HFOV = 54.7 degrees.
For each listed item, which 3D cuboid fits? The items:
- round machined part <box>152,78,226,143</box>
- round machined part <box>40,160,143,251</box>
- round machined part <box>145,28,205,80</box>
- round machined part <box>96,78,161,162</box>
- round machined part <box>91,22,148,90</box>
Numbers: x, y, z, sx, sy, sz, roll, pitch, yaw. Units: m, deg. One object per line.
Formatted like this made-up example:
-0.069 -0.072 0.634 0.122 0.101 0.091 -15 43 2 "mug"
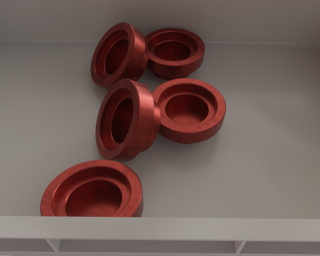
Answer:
0.035 -0.018 0.410 0.099 0.042 0.098 0 50 0 "round machined part"
-0.066 0.081 0.317 0.099 0.042 0.098 -2 38 2 "round machined part"
0.019 -0.113 0.489 0.099 0.042 0.098 0 50 0 "round machined part"
-0.036 -0.007 0.376 0.042 0.097 0.098 15 40 -36 "round machined part"
-0.055 -0.100 0.455 0.042 0.098 0.098 22 34 -43 "round machined part"
